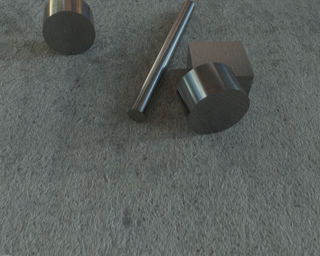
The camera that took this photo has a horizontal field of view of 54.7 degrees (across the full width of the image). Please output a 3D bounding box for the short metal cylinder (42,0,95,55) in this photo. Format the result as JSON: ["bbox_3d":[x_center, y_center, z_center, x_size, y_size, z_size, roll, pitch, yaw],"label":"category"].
[{"bbox_3d":[-0.148,-0.167,0.507,0.081,0.080,0.050,-9,51,-7],"label":"short metal cylinder"}]

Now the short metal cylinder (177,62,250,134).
[{"bbox_3d":[0.067,-0.037,0.399,0.081,0.080,0.050,-11,51,-9],"label":"short metal cylinder"}]

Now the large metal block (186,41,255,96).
[{"bbox_3d":[0.085,-0.083,0.458,0.081,0.050,0.080,-2,50,-2],"label":"large metal block"}]

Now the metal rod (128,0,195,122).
[{"bbox_3d":[0.012,-0.126,0.509,0.025,0.025,0.300,13,51,11],"label":"metal rod"}]
